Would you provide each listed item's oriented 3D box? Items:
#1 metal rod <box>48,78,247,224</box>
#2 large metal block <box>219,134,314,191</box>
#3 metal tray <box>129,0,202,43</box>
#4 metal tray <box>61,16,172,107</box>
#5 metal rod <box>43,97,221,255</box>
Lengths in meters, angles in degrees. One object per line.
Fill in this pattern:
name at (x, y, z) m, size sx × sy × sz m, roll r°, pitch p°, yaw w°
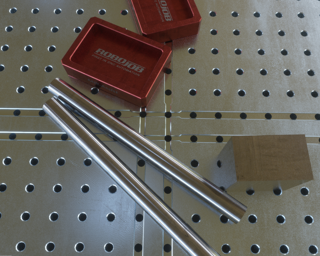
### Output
metal rod at (-0.024, 0.023, 0.402) m, size 0.300 × 0.025 × 0.025 m, roll 34°, pitch 73°, yaw 11°
large metal block at (0.119, 0.044, 0.368) m, size 0.081 × 0.080 × 0.050 m, roll -1°, pitch 70°, yaw -1°
metal tray at (0.000, -0.198, 0.481) m, size 0.091 × 0.030 × 0.130 m, roll -16°, pitch 71°, yaw -6°
metal tray at (-0.060, -0.096, 0.443) m, size 0.130 × 0.030 × 0.090 m, roll 24°, pitch 72°, yaw 8°
metal rod at (-0.040, 0.065, 0.387) m, size 0.300 × 0.025 × 0.025 m, roll 42°, pitch 75°, yaw 13°
